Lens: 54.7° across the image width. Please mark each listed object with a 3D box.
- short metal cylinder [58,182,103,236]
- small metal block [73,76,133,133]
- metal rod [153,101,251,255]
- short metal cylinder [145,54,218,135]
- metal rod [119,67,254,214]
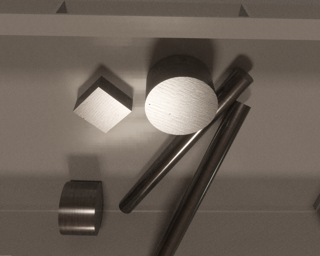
[{"bbox_3d":[-0.119,0.123,0.476,0.050,0.080,0.079,2,130,-2],"label":"short metal cylinder"},{"bbox_3d":[-0.070,-0.028,0.384,0.050,0.025,0.050,-37,121,27],"label":"small metal block"},{"bbox_3d":[0.040,0.102,0.415,0.025,0.025,0.298,22,101,-18],"label":"metal rod"},{"bbox_3d":[0.023,-0.038,0.361,0.081,0.050,0.079,0,130,0],"label":"short metal cylinder"},{"bbox_3d":[0.020,0.036,0.439,0.025,0.025,0.298,25,126,-20],"label":"metal rod"}]
